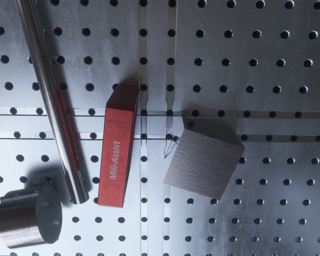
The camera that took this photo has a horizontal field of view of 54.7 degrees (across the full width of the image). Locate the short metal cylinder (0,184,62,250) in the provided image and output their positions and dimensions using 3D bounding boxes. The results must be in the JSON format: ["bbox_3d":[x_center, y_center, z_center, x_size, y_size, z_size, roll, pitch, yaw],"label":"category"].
[{"bbox_3d":[-0.176,0.122,0.427,0.050,0.080,0.079,-10,110,4],"label":"short metal cylinder"}]

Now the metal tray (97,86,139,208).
[{"bbox_3d":[-0.050,0.021,0.385,0.030,0.090,0.129,8,110,-3],"label":"metal tray"}]

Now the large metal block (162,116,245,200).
[{"bbox_3d":[0.054,0.040,0.415,0.080,0.050,0.079,18,109,-7],"label":"large metal block"}]

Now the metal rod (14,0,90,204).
[{"bbox_3d":[-0.137,-0.034,0.399,0.025,0.025,0.298,-8,110,3],"label":"metal rod"}]
